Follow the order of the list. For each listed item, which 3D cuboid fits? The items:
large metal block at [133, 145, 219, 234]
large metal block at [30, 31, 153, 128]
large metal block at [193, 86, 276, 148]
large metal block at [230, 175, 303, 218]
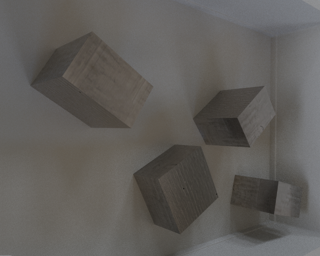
[{"bbox_3d":[0.023,0.077,0.410,0.081,0.050,0.080,-33,110,-35],"label":"large metal block"},{"bbox_3d":[-0.069,-0.042,0.313,0.080,0.080,0.050,39,66,-33],"label":"large metal block"},{"bbox_3d":[0.111,-0.017,0.464,0.080,0.080,0.050,-44,117,-31],"label":"large metal block"},{"bbox_3d":[0.179,0.114,0.521,0.080,0.080,0.050,18,79,-39],"label":"large metal block"}]
